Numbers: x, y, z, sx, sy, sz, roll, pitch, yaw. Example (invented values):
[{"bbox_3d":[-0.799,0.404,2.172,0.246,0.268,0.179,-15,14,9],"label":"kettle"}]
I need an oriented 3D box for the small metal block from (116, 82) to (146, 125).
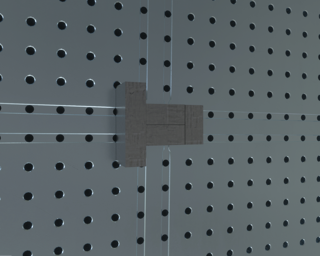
[{"bbox_3d":[-0.037,-0.029,0.386,0.025,0.050,0.050,0,90,-20],"label":"small metal block"}]

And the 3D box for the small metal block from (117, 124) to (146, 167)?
[{"bbox_3d":[-0.037,0.021,0.386,0.025,0.050,0.050,0,90,-20],"label":"small metal block"}]

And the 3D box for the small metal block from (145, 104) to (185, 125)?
[{"bbox_3d":[-0.001,-0.017,0.399,0.050,0.050,0.025,0,90,-20],"label":"small metal block"}]

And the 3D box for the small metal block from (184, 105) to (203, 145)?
[{"bbox_3d":[0.035,-0.004,0.412,0.025,0.050,0.050,0,90,-20],"label":"small metal block"}]

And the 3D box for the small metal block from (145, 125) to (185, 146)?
[{"bbox_3d":[-0.001,0.008,0.399,0.050,0.050,0.025,0,90,-20],"label":"small metal block"}]
